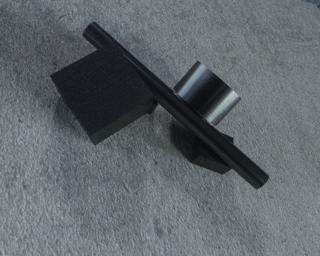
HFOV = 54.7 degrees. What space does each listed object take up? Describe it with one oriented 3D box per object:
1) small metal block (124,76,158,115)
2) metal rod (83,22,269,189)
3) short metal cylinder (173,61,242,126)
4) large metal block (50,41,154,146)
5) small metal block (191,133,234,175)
[{"bbox_3d":[-0.032,-0.050,0.421,0.050,0.025,0.050,12,57,-22],"label":"small metal block"},{"bbox_3d":[0.021,-0.029,0.404,0.300,0.025,0.025,41,51,0],"label":"metal rod"},{"bbox_3d":[0.065,-0.048,0.430,0.080,0.050,0.080,40,11,-9],"label":"short metal cylinder"},{"bbox_3d":[-0.065,-0.039,0.358,0.080,0.050,0.080,-33,81,-15],"label":"large metal block"},{"bbox_3d":[0.073,0.031,0.428,0.050,0.025,0.050,22,53,-15],"label":"small metal block"}]
